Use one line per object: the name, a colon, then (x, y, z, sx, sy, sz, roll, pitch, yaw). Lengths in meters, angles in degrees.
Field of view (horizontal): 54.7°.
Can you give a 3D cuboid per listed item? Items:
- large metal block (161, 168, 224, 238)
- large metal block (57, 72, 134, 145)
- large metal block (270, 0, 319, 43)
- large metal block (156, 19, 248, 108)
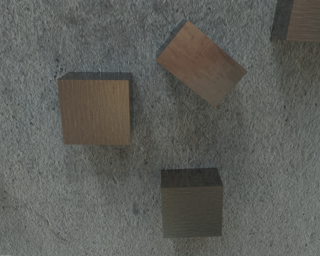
large metal block: (0.043, 0.104, 0.435, 0.080, 0.050, 0.079, -2, 110, 0)
large metal block: (-0.076, -0.026, 0.386, 0.081, 0.050, 0.079, 0, 110, -1)
large metal block: (0.179, -0.138, 0.347, 0.081, 0.050, 0.079, 4, 110, -2)
large metal block: (0.043, -0.077, 0.352, 0.080, 0.080, 0.050, 37, 106, -13)
